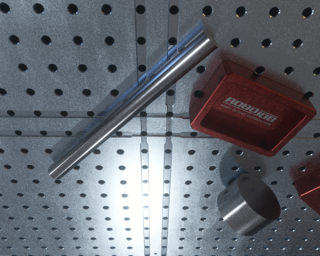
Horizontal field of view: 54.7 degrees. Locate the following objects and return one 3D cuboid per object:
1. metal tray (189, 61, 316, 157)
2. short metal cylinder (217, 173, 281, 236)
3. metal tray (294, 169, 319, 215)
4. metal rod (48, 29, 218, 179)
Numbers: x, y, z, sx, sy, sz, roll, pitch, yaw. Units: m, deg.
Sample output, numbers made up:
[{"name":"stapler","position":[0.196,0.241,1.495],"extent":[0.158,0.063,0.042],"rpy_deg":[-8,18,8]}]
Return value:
[{"name":"metal tray","position":[0.114,-0.019,0.392],"extent":[0.131,0.030,0.089],"rpy_deg":[20,127,-17]},{"name":"short metal cylinder","position":[0.136,0.117,0.477],"extent":[0.080,0.080,0.050],"rpy_deg":[24,126,-19]},{"name":"metal tray","position":[0.294,0.088,0.486],"extent":[0.130,0.030,0.090],"rpy_deg":[-37,122,27]},{"name":"metal rod","position":[-0.051,-0.015,0.398],"extent":[0.025,0.025,0.299],"rpy_deg":[37,121,-27]}]
